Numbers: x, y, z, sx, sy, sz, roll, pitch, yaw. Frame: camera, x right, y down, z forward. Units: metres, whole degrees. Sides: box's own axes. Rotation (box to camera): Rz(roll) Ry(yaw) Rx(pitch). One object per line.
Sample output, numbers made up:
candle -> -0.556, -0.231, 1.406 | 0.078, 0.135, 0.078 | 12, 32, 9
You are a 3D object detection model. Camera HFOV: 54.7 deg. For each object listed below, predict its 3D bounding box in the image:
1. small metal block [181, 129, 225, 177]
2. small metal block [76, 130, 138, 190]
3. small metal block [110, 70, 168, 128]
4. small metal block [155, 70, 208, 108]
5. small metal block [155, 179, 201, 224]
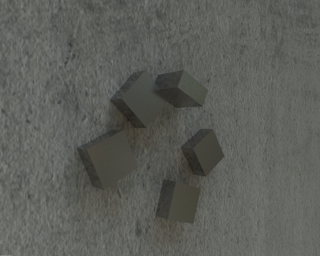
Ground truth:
small metal block -> 0.064, 0.036, 0.461 | 0.050, 0.025, 0.050 | -40, 115, -33
small metal block -> -0.059, 0.035, 0.357 | 0.050, 0.025, 0.050 | -31, 109, -36
small metal block -> -0.025, -0.035, 0.386 | 0.050, 0.025, 0.050 | 51, 60, -28
small metal block -> 0.027, -0.050, 0.413 | 0.050, 0.050, 0.025 | 32, 70, -36
small metal block -> 0.026, 0.102, 0.429 | 0.050, 0.025, 0.050 | 22, 76, -38
